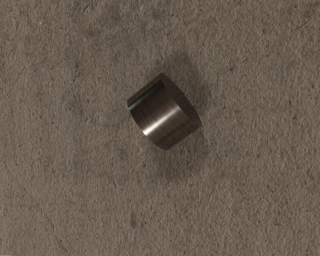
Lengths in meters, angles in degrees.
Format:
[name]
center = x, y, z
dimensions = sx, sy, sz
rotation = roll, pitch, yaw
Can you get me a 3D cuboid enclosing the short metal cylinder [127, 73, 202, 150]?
[short metal cylinder]
center = 0.006, -0.020, 0.377
dimensions = 0.050, 0.080, 0.080
rotation = -37, 78, 16
